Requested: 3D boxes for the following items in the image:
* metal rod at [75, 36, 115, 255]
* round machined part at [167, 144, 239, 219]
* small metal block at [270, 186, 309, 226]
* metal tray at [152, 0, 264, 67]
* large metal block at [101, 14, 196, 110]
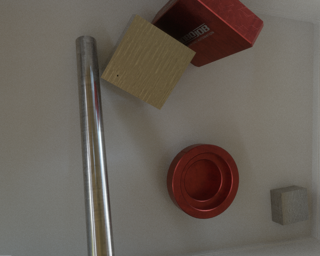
[{"bbox_3d":[-0.069,0.033,0.327,0.025,0.025,0.299,-1,68,-20],"label":"metal rod"},{"bbox_3d":[0.054,0.070,0.423,0.099,0.042,0.097,0,90,-21],"label":"round machined part"},{"bbox_3d":[0.204,0.121,0.488,0.050,0.025,0.050,-5,92,-20],"label":"small metal block"},{"bbox_3d":[0.047,-0.121,0.373,0.090,0.130,0.030,32,80,-18],"label":"metal tray"},{"bbox_3d":[-0.017,-0.081,0.378,0.080,0.050,0.080,28,102,-18],"label":"large metal block"}]
